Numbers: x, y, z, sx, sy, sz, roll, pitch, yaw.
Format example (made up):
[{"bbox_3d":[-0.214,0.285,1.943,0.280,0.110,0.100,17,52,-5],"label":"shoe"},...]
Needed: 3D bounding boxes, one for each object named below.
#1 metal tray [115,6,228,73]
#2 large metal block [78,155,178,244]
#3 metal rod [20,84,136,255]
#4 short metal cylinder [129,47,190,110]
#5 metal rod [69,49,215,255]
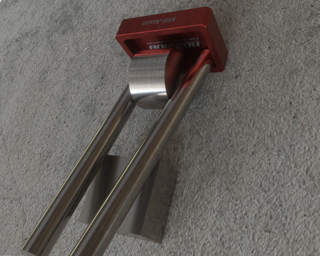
[{"bbox_3d":[0.017,-0.112,0.422,0.130,0.090,0.030,2,63,29],"label":"metal tray"},{"bbox_3d":[-0.034,0.079,0.355,0.080,0.050,0.080,2,63,28],"label":"large metal block"},{"bbox_3d":[-0.064,0.009,0.373,0.025,0.025,0.301,2,47,29],"label":"metal rod"},{"bbox_3d":[0.002,-0.064,0.408,0.050,0.080,0.080,2,63,28],"label":"short metal cylinder"},{"bbox_3d":[-0.002,0.011,0.339,0.025,0.025,0.301,9,51,32],"label":"metal rod"}]
